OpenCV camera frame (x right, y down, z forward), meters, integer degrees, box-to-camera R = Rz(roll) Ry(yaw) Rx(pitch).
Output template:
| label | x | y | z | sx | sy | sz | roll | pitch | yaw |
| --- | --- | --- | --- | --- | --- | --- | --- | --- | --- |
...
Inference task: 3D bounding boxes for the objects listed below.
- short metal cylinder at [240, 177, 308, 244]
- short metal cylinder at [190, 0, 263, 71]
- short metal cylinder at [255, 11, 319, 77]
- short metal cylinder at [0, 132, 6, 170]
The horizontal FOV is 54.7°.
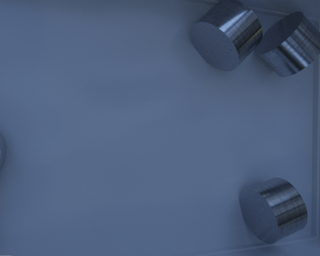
| label | x | y | z | sx | sy | sz | roll | pitch | yaw |
| --- | --- | --- | --- | --- | --- | --- | --- | --- | --- |
| short metal cylinder | 0.160 | 0.117 | 0.442 | 0.050 | 0.080 | 0.080 | -16 | 96 | -20 |
| short metal cylinder | 0.088 | -0.123 | 0.415 | 0.050 | 0.080 | 0.080 | -46 | 105 | -14 |
| short metal cylinder | 0.189 | -0.121 | 0.453 | 0.050 | 0.080 | 0.080 | 39 | 77 | -16 |
| short metal cylinder | -0.207 | 0.026 | 0.321 | 0.081 | 0.050 | 0.079 | 0 | 90 | -20 |
